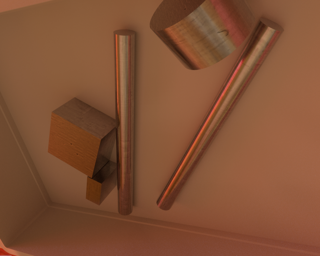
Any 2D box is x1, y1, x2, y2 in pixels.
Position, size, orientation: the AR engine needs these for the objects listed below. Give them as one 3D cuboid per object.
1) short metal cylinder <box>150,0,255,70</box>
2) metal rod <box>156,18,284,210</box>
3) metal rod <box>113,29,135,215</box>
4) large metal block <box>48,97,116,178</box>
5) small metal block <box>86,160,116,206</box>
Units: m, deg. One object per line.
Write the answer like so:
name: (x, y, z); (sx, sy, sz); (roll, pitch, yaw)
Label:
short metal cylinder: (0.038, -0.100, 0.282); (0.080, 0.080, 0.050); (-21, 130, 35)
metal rod: (0.056, 0.009, 0.383); (0.025, 0.025, 0.298); (31, 128, 8)
metal rod: (-0.050, 0.013, 0.441); (0.025, 0.025, 0.298); (16, 125, 18)
large metal block: (-0.114, 0.014, 0.459); (0.080, 0.050, 0.079); (28, 128, 9)
small metal block: (-0.091, 0.085, 0.491); (0.025, 0.050, 0.050); (23, 127, 14)
